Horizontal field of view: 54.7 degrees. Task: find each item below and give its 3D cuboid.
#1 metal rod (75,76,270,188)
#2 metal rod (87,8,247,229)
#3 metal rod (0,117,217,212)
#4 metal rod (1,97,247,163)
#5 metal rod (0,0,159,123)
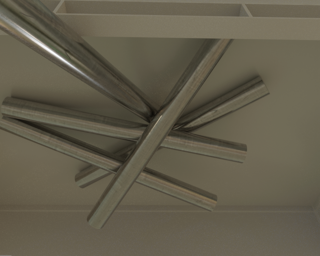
[{"bbox_3d":[0.002,0.015,0.421,0.300,0.025,0.025,-28,125,21],"label":"metal rod"},{"bbox_3d":[-0.003,0.003,0.358,0.025,0.025,0.299,27,108,-22],"label":"metal rod"},{"bbox_3d":[-0.063,0.048,0.418,0.302,0.025,0.025,23,127,-8],"label":"metal rod"},{"bbox_3d":[-0.042,0.003,0.387,0.302,0.025,0.025,11,130,-1],"label":"metal rod"},{"bbox_3d":[-0.046,-0.042,0.259,0.025,0.025,0.300,-16,165,13],"label":"metal rod"}]
